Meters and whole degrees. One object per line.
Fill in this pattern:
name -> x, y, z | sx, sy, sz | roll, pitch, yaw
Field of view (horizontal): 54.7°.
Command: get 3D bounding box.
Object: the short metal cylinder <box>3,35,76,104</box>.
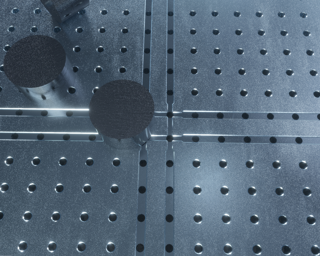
short metal cylinder -> -0.163, -0.079, 0.426 | 0.081, 0.050, 0.080 | 0, 70, 0

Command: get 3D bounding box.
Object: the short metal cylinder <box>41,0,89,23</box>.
short metal cylinder -> -0.150, -0.204, 0.456 | 0.050, 0.080, 0.080 | -39, 75, -13

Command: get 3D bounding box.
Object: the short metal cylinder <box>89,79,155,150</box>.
short metal cylinder -> -0.047, -0.016, 0.404 | 0.081, 0.050, 0.080 | 0, 70, 0
